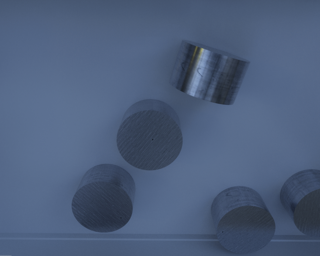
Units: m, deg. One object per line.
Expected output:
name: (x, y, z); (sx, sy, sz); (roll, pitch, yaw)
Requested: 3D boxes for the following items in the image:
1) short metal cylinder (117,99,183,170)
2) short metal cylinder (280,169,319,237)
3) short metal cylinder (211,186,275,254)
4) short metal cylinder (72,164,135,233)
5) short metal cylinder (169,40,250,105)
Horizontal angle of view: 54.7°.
short metal cylinder: (-0.013, 0.008, 0.400); (0.081, 0.050, 0.079); (0, 110, 0)
short metal cylinder: (0.220, 0.106, 0.439); (0.081, 0.050, 0.079); (0, 110, 0)
short metal cylinder: (0.118, 0.132, 0.447); (0.081, 0.050, 0.079); (0, 110, 0)
short metal cylinder: (-0.076, 0.097, 0.433); (0.081, 0.050, 0.079); (0, 110, 0)
short metal cylinder: (0.056, -0.065, 0.358); (0.080, 0.080, 0.050); (16, 109, -6)
